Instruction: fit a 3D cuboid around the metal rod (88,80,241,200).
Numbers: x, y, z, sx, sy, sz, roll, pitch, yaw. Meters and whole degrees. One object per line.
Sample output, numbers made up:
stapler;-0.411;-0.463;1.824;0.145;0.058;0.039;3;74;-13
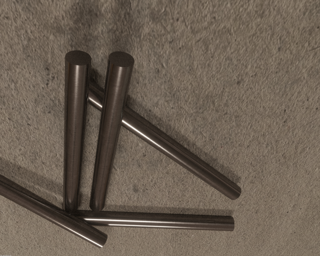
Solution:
metal rod;0.012;0.026;0.429;0.301;0.025;0.025;36;121;-27

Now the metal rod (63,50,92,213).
metal rod;-0.114;0.030;0.410;0.025;0.025;0.298;10;136;-9

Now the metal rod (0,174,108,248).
metal rod;-0.208;0.108;0.476;0.301;0.025;0.025;38;120;-22

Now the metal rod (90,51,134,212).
metal rod;-0.071;0.030;0.407;0.025;0.025;0.298;10;137;-9

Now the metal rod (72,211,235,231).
metal rod;-0.020;0.163;0.546;0.302;0.025;0.025;3;130;-4
